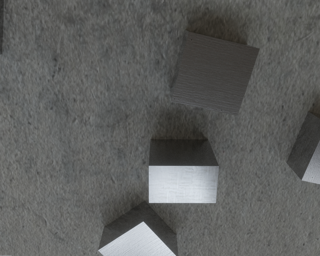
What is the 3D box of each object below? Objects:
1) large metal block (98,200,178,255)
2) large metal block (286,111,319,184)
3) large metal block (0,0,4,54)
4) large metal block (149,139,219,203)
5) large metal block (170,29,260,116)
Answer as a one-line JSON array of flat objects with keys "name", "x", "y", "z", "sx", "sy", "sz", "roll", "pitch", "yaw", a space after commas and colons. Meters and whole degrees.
[{"name": "large metal block", "x": -0.030, "y": 0.169, "z": 0.458, "sx": 0.080, "sy": 0.050, "sz": 0.080, "roll": -36, "pitch": 107, "yaw": 12}, {"name": "large metal block", "x": 0.230, "y": 0.031, "z": 0.411, "sx": 0.081, "sy": 0.050, "sz": 0.079, "roll": 12, "pitch": 110, "yaw": -5}, {"name": "large metal block", "x": -0.228, "y": -0.128, "z": 0.346, "sx": 0.081, "sy": 0.050, "sz": 0.079, "roll": 11, "pitch": 110, "yaw": -5}, {"name": "large metal block", "x": 0.027, "y": 0.053, "z": 0.400, "sx": 0.081, "sy": 0.080, "sz": 0.050, "roll": 0, "pitch": 110, "yaw": -1}, {"name": "large metal block", "x": 0.061, "y": -0.068, "z": 0.372, "sx": 0.081, "sy": 0.050, "sz": 0.079, "roll": 12, "pitch": 110, "yaw": -5}]
